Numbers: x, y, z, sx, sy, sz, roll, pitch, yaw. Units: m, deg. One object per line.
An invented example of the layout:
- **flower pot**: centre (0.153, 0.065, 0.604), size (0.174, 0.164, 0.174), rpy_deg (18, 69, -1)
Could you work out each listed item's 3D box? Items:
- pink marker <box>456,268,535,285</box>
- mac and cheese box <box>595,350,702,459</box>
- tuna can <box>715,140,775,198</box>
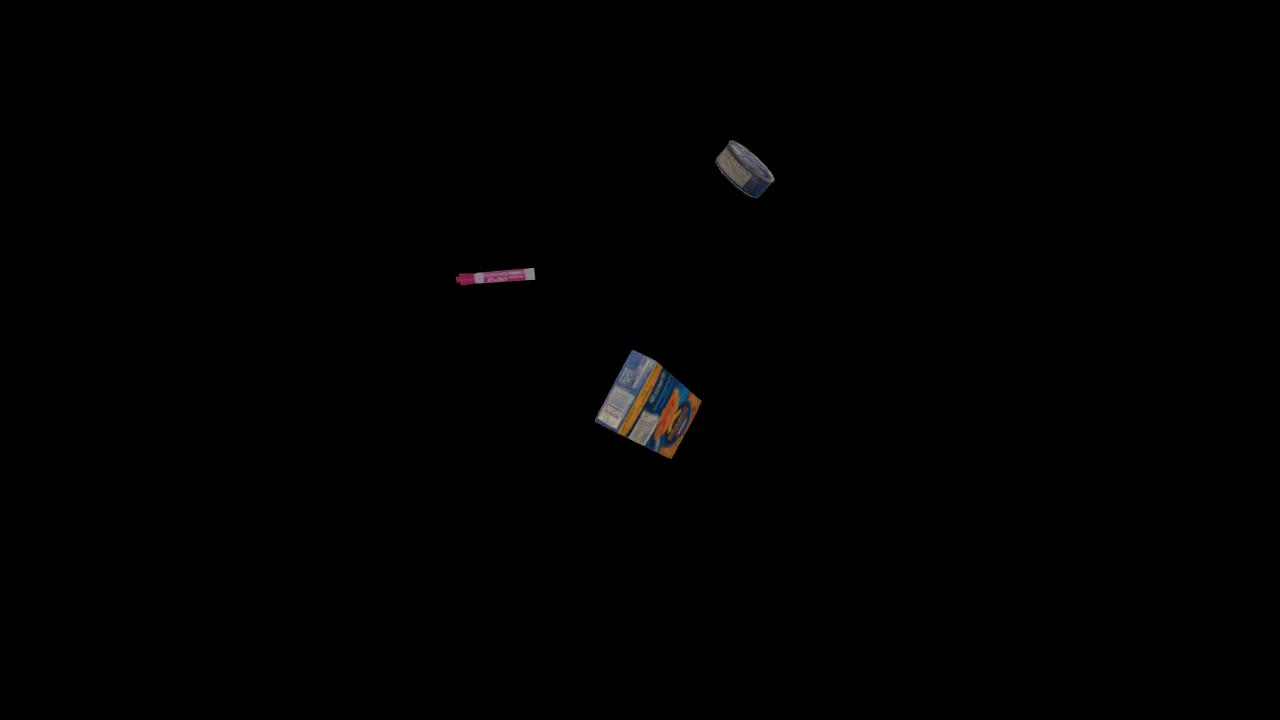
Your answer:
- **pink marker**: centre (-0.226, -0.130, 0.964), size (0.121, 0.020, 0.020), rpy_deg (-6, 1, -10)
- **mac and cheese box**: centre (0.016, 0.061, 0.754), size (0.041, 0.093, 0.184), rpy_deg (24, -6, 27)
- **tuna can**: centre (0.147, -0.267, 0.864), size (0.084, 0.084, 0.034), rpy_deg (0, -39, -49)
